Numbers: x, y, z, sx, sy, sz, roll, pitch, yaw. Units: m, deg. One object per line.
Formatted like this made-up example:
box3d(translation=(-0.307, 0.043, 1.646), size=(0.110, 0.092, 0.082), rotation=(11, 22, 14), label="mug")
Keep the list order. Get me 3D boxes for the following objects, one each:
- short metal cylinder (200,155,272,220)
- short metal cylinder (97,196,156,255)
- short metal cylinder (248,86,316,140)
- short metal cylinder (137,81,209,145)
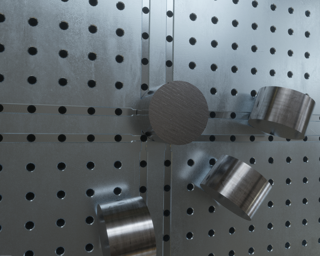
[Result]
box3d(translation=(0.102, 0.081, 0.421), size=(0.080, 0.080, 0.050), rotation=(42, 77, -16), label="short metal cylinder")
box3d(translation=(-0.042, 0.125, 0.368), size=(0.050, 0.080, 0.079), rotation=(-7, 93, -20), label="short metal cylinder")
box3d(translation=(0.175, -0.021, 0.448), size=(0.080, 0.080, 0.050), rotation=(23, 82, -19), label="short metal cylinder")
box3d(translation=(0.016, -0.019, 0.405), size=(0.081, 0.050, 0.079), rotation=(0, 90, -20), label="short metal cylinder")
